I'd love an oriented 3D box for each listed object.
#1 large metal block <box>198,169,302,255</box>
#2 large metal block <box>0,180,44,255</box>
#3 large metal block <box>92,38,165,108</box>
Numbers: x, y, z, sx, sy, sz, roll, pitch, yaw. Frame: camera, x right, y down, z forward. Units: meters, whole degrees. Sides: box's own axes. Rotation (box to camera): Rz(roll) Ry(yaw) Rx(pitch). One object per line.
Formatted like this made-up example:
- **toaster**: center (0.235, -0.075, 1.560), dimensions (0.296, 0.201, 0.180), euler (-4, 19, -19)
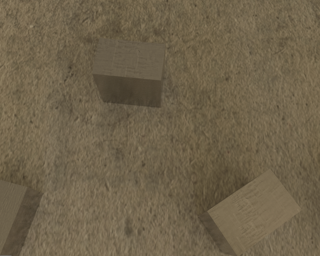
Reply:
- **large metal block**: center (0.094, 0.095, 0.345), dimensions (0.080, 0.080, 0.050), euler (-31, 73, -11)
- **large metal block**: center (-0.196, 0.101, 0.356), dimensions (0.080, 0.050, 0.080), euler (14, 71, 4)
- **large metal block**: center (-0.036, -0.069, 0.404), dimensions (0.080, 0.080, 0.050), euler (6, 70, 2)
